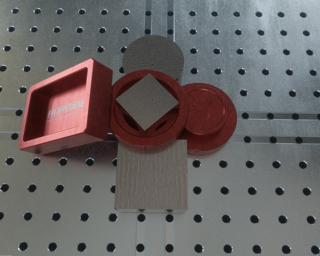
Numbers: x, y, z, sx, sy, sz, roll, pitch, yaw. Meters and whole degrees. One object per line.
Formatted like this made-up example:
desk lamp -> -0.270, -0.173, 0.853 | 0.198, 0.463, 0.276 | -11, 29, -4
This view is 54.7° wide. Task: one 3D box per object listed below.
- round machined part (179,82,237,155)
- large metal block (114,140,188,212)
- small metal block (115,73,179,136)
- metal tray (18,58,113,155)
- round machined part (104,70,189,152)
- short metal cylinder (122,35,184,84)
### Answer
round machined part -> 0.052, -0.017, 0.408 | 0.099, 0.042, 0.098 | 0, 70, 0
large metal block -> -0.009, 0.059, 0.374 | 0.080, 0.050, 0.080 | 1, 70, 0
small metal block -> -0.014, -0.026, 0.355 | 0.050, 0.025, 0.050 | -40, 75, -13
metal tray -> -0.117, -0.022, 0.378 | 0.130, 0.030, 0.090 | -13, 66, 34
round machined part -> -0.016, -0.018, 0.378 | 0.099, 0.042, 0.098 | 0, 70, 0
short metal cylinder -> -0.009, -0.079, 0.427 | 0.081, 0.050, 0.080 | 0, 70, 0
